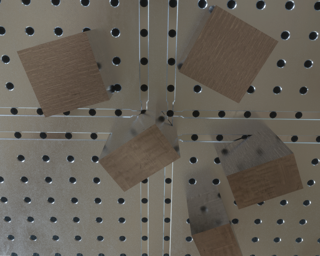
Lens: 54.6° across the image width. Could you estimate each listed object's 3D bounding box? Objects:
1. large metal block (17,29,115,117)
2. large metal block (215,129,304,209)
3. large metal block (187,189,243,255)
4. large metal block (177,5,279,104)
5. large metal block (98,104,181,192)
[{"bbox_3d":[-0.108,-0.067,0.375,0.080,0.050,0.080,-15,110,5],"label":"large metal block"},{"bbox_3d":[0.124,0.050,0.403,0.080,0.080,0.050,-20,109,7],"label":"large metal block"},{"bbox_3d":[0.078,0.148,0.439,0.050,0.080,0.080,-21,109,7],"label":"large metal block"},{"bbox_3d":[0.076,-0.088,0.368,0.080,0.050,0.080,26,108,-10],"label":"large metal block"},{"bbox_3d":[-0.024,0.022,0.392,0.080,0.080,0.050,-33,107,11],"label":"large metal block"}]
